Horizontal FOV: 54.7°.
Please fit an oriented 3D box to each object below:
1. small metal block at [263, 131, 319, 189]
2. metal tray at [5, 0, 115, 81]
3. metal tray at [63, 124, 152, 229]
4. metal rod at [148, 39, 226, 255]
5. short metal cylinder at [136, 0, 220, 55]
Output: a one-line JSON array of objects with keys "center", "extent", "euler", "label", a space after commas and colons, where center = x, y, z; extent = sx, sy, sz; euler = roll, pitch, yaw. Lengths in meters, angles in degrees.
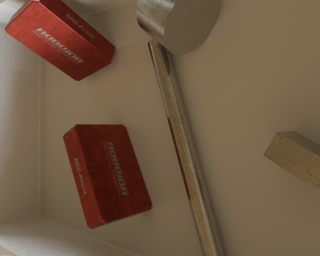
[{"center": [0.131, 0.026, 0.282], "extent": [0.050, 0.050, 0.025], "euler": [37, 113, 33], "label": "small metal block"}, {"center": [-0.143, -0.130, 0.455], "extent": [0.090, 0.130, 0.030], "euler": [-18, 50, 38], "label": "metal tray"}, {"center": [-0.070, 0.059, 0.419], "extent": [0.030, 0.091, 0.130], "euler": [-32, 70, 35], "label": "metal tray"}, {"center": [0.032, 0.029, 0.378], "extent": [0.025, 0.025, 0.299], "euler": [-23, 76, 37], "label": "metal rod"}, {"center": [0.021, -0.131, 0.352], "extent": [0.050, 0.081, 0.080], "euler": [45, 117, 30], "label": "short metal cylinder"}]
